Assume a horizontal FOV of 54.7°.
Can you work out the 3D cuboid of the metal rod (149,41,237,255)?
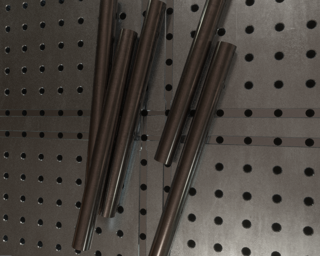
[{"bbox_3d":[0.039,0.038,0.398,0.025,0.025,0.298,19,96,18],"label":"metal rod"}]

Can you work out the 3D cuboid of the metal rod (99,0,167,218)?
[{"bbox_3d":[-0.039,-0.023,0.425,0.025,0.025,0.298,16,95,19],"label":"metal rod"}]

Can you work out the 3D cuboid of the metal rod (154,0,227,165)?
[{"bbox_3d":[0.050,-0.097,0.394,0.025,0.025,0.298,20,97,18],"label":"metal rod"}]

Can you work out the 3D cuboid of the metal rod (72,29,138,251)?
[{"bbox_3d":[-0.074,0.014,0.421,0.025,0.025,0.298,11,88,19],"label":"metal rod"}]

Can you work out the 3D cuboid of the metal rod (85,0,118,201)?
[{"bbox_3d":[-0.085,-0.035,0.441,0.025,0.025,0.298,6,92,19],"label":"metal rod"}]
